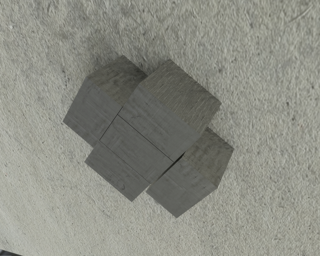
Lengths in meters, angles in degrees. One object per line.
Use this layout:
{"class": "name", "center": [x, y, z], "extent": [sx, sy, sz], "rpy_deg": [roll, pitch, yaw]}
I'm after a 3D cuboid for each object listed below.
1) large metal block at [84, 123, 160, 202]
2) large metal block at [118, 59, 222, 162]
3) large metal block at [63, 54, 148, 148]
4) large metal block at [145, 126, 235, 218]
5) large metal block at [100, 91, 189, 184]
{"class": "large metal block", "center": [-0.038, 0.036, 0.414], "extent": [0.080, 0.080, 0.050], "rpy_deg": [41, 129, 0]}
{"class": "large metal block", "center": [0.014, -0.023, 0.351], "extent": [0.080, 0.080, 0.050], "rpy_deg": [41, 129, 0]}
{"class": "large metal block", "center": [-0.063, -0.034, 0.384], "extent": [0.050, 0.080, 0.080], "rpy_deg": [41, 129, 0]}
{"class": "large metal block", "center": [0.038, 0.052, 0.384], "extent": [0.050, 0.080, 0.080], "rpy_deg": [41, 129, 0]}
{"class": "large metal block", "center": [-0.012, 0.007, 0.382], "extent": [0.080, 0.080, 0.050], "rpy_deg": [41, 129, 0]}
